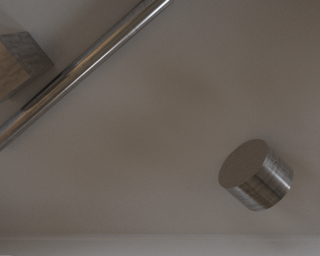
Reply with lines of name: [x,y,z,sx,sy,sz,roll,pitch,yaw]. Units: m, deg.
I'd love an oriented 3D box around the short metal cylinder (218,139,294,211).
short metal cylinder: [0.124,0.061,0.406,0.050,0.080,0.080,41,105,-14]

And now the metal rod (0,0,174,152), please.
metal rod: [-0.108,-0.066,0.385,0.300,0.025,0.025,-38,106,12]

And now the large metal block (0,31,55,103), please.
large metal block: [-0.181,-0.064,0.356,0.080,0.080,0.050,-33,107,11]
